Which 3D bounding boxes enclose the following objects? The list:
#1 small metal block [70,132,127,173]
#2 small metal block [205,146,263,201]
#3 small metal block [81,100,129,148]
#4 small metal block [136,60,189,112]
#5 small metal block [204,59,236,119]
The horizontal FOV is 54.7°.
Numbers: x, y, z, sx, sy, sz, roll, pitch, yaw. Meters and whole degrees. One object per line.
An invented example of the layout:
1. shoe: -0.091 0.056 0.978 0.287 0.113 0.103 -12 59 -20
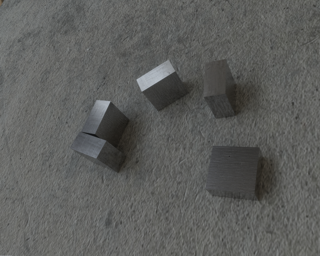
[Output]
1. small metal block: -0.081 0.032 0.410 0.050 0.050 0.025 15 70 34
2. small metal block: 0.081 0.048 0.332 0.050 0.025 0.050 0 62 28
3. small metal block: -0.074 -0.004 0.429 0.025 0.050 0.050 8 66 32
4. small metal block: 0.005 -0.056 0.420 0.050 0.050 0.025 -31 52 8
5. small metal block: 0.074 -0.047 0.378 0.025 0.050 0.050 -7 59 25
